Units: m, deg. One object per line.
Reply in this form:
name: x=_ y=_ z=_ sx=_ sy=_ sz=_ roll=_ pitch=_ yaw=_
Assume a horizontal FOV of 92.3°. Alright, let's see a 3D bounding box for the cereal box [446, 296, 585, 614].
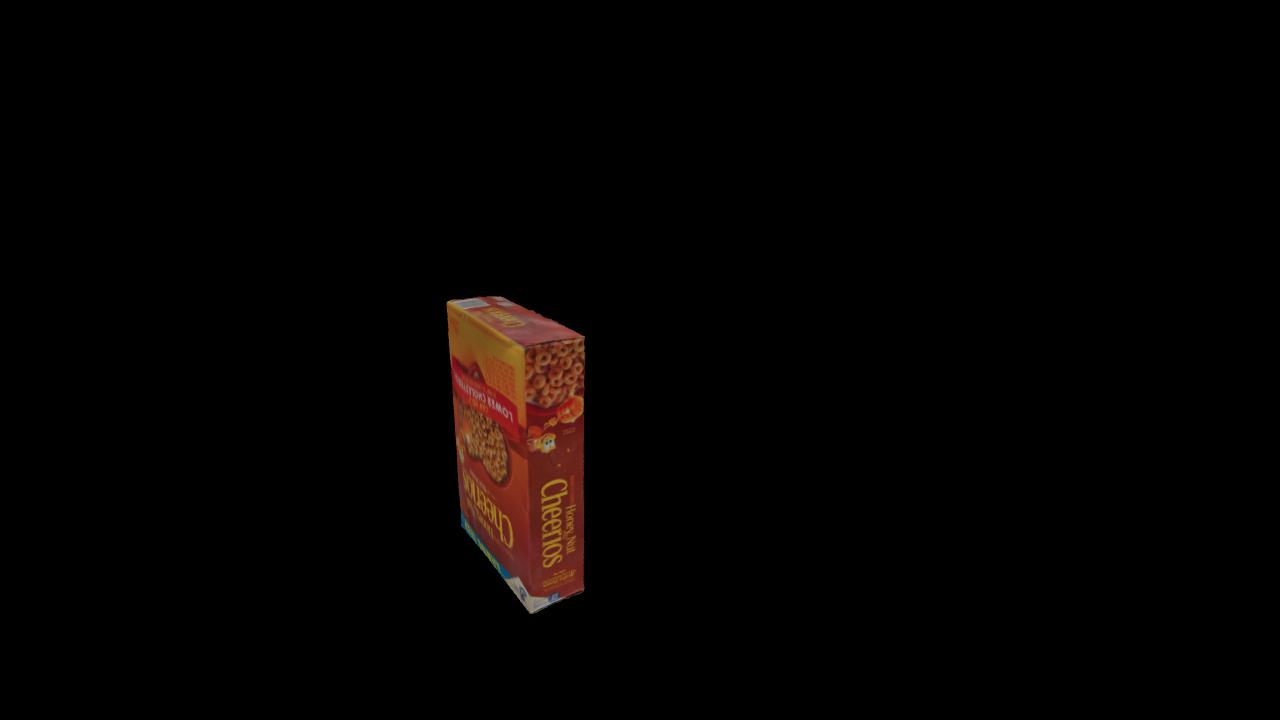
cereal box: x=-0.142 y=0.097 z=0.695 sx=0.081 sy=0.306 sz=0.203 roll=-11 pitch=23 yaw=-34
